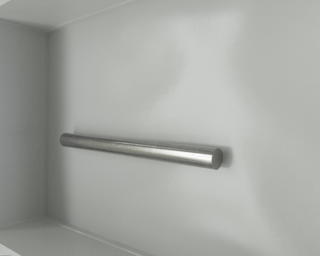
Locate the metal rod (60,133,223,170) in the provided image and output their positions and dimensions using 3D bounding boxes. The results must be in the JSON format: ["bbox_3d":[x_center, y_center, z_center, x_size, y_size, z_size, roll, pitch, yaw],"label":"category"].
[{"bbox_3d":[-0.050,0.028,0.449,0.300,0.025,0.025,4,92,40],"label":"metal rod"}]
